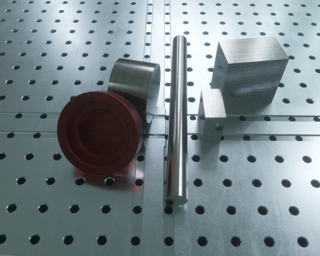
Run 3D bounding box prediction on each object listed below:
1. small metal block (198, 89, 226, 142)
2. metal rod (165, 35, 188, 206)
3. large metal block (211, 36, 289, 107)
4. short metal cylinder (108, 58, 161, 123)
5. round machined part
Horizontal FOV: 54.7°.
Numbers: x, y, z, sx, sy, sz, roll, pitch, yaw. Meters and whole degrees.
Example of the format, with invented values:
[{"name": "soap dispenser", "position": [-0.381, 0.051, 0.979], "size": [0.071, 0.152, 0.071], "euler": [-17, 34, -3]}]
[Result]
[{"name": "small metal block", "position": [0.067, -0.016, 0.406], "size": [0.025, 0.050, 0.050], "euler": [0, 50, -1]}, {"name": "metal rod", "position": [0.026, -0.035, 0.437], "size": [0.025, 0.025, 0.300], "euler": [3, 50, 2]}, {"name": "large metal block", "position": [0.123, -0.079, 0.440], "size": [0.081, 0.080, 0.050], "euler": [-6, 51, -5]}, {"name": "short metal cylinder", "position": [-0.033, -0.050, 0.413], "size": [0.050, 0.080, 0.080], "euler": [10, 51, 8]}, {"name": "round machined part", "position": [-0.067, 0.004, 0.369], "size": [0.098, 0.097, 0.042], "euler": [12, 12, 10]}]
